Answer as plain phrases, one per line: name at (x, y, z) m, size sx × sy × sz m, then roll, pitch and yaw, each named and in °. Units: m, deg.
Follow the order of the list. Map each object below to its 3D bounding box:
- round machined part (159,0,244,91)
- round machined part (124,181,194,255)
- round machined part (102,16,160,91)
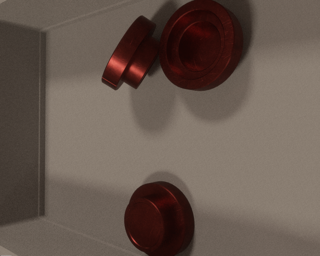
round machined part at (0.050, -0.091, 0.353) m, size 0.098 × 0.042 × 0.097 m, roll 0°, pitch 90°, yaw 39°
round machined part at (-0.008, 0.121, 0.401) m, size 0.098 × 0.042 × 0.097 m, roll 0°, pitch 90°, yaw 39°
round machined part at (-0.030, -0.089, 0.395) m, size 0.042 × 0.098 × 0.097 m, roll 32°, pitch 115°, yaw -6°
